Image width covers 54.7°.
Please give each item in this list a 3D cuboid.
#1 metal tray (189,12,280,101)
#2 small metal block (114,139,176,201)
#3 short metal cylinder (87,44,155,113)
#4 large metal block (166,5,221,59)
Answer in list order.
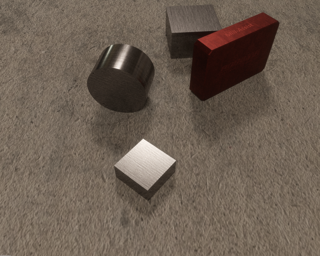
[{"bbox_3d":[0.106,-0.103,0.448,0.131,0.089,0.030,-28,56,-22],"label":"metal tray"},{"bbox_3d":[-0.017,0.048,0.363,0.050,0.025,0.050,32,57,24],"label":"small metal block"},{"bbox_3d":[-0.052,-0.066,0.423,0.080,0.080,0.050,9,51,7],"label":"short metal cylinder"},{"bbox_3d":[0.054,-0.164,0.526,0.081,0.050,0.080,-4,50,-4],"label":"large metal block"}]
